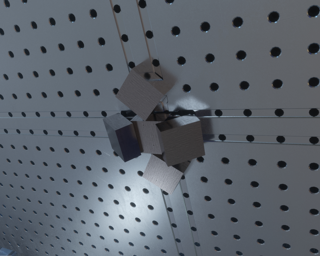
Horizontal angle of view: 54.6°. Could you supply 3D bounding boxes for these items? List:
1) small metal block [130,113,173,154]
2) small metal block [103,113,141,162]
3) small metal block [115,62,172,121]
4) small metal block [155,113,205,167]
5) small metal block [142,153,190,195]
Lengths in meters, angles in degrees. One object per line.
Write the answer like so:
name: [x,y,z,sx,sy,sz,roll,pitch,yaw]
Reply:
small metal block: [-0.007,0.007,0.419,0.050,0.025,0.050,1,118,27]
small metal block: [-0.053,0.012,0.431,0.050,0.025,0.050,34,143,55]
small metal block: [-0.021,-0.046,0.395,0.050,0.025,0.050,40,129,2]
small metal block: [0.026,0.015,0.389,0.050,0.025,0.050,-16,116,-9]
small metal block: [0.008,0.060,0.444,0.050,0.025,0.050,31,129,10]
